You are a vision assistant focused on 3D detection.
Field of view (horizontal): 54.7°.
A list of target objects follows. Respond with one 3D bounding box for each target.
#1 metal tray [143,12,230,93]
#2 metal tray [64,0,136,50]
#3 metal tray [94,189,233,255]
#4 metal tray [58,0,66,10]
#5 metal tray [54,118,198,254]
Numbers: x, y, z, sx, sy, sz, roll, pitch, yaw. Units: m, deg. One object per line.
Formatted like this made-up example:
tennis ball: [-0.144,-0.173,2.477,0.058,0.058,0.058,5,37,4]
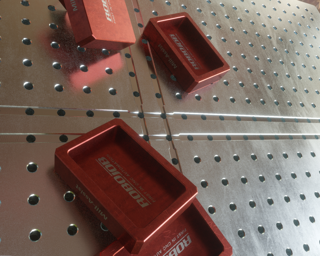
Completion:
metal tray: [0.044,-0.127,0.508,0.091,0.030,0.130,-27,77,-37]
metal tray: [-0.087,-0.174,0.419,0.091,0.030,0.129,-17,91,-57]
metal tray: [0.007,0.135,0.327,0.131,0.030,0.090,-29,78,-38]
metal tray: [-0.089,-0.232,0.459,0.030,0.090,0.130,53,45,-27]
metal tray: [-0.037,0.054,0.330,0.130,0.030,0.091,41,48,20]
